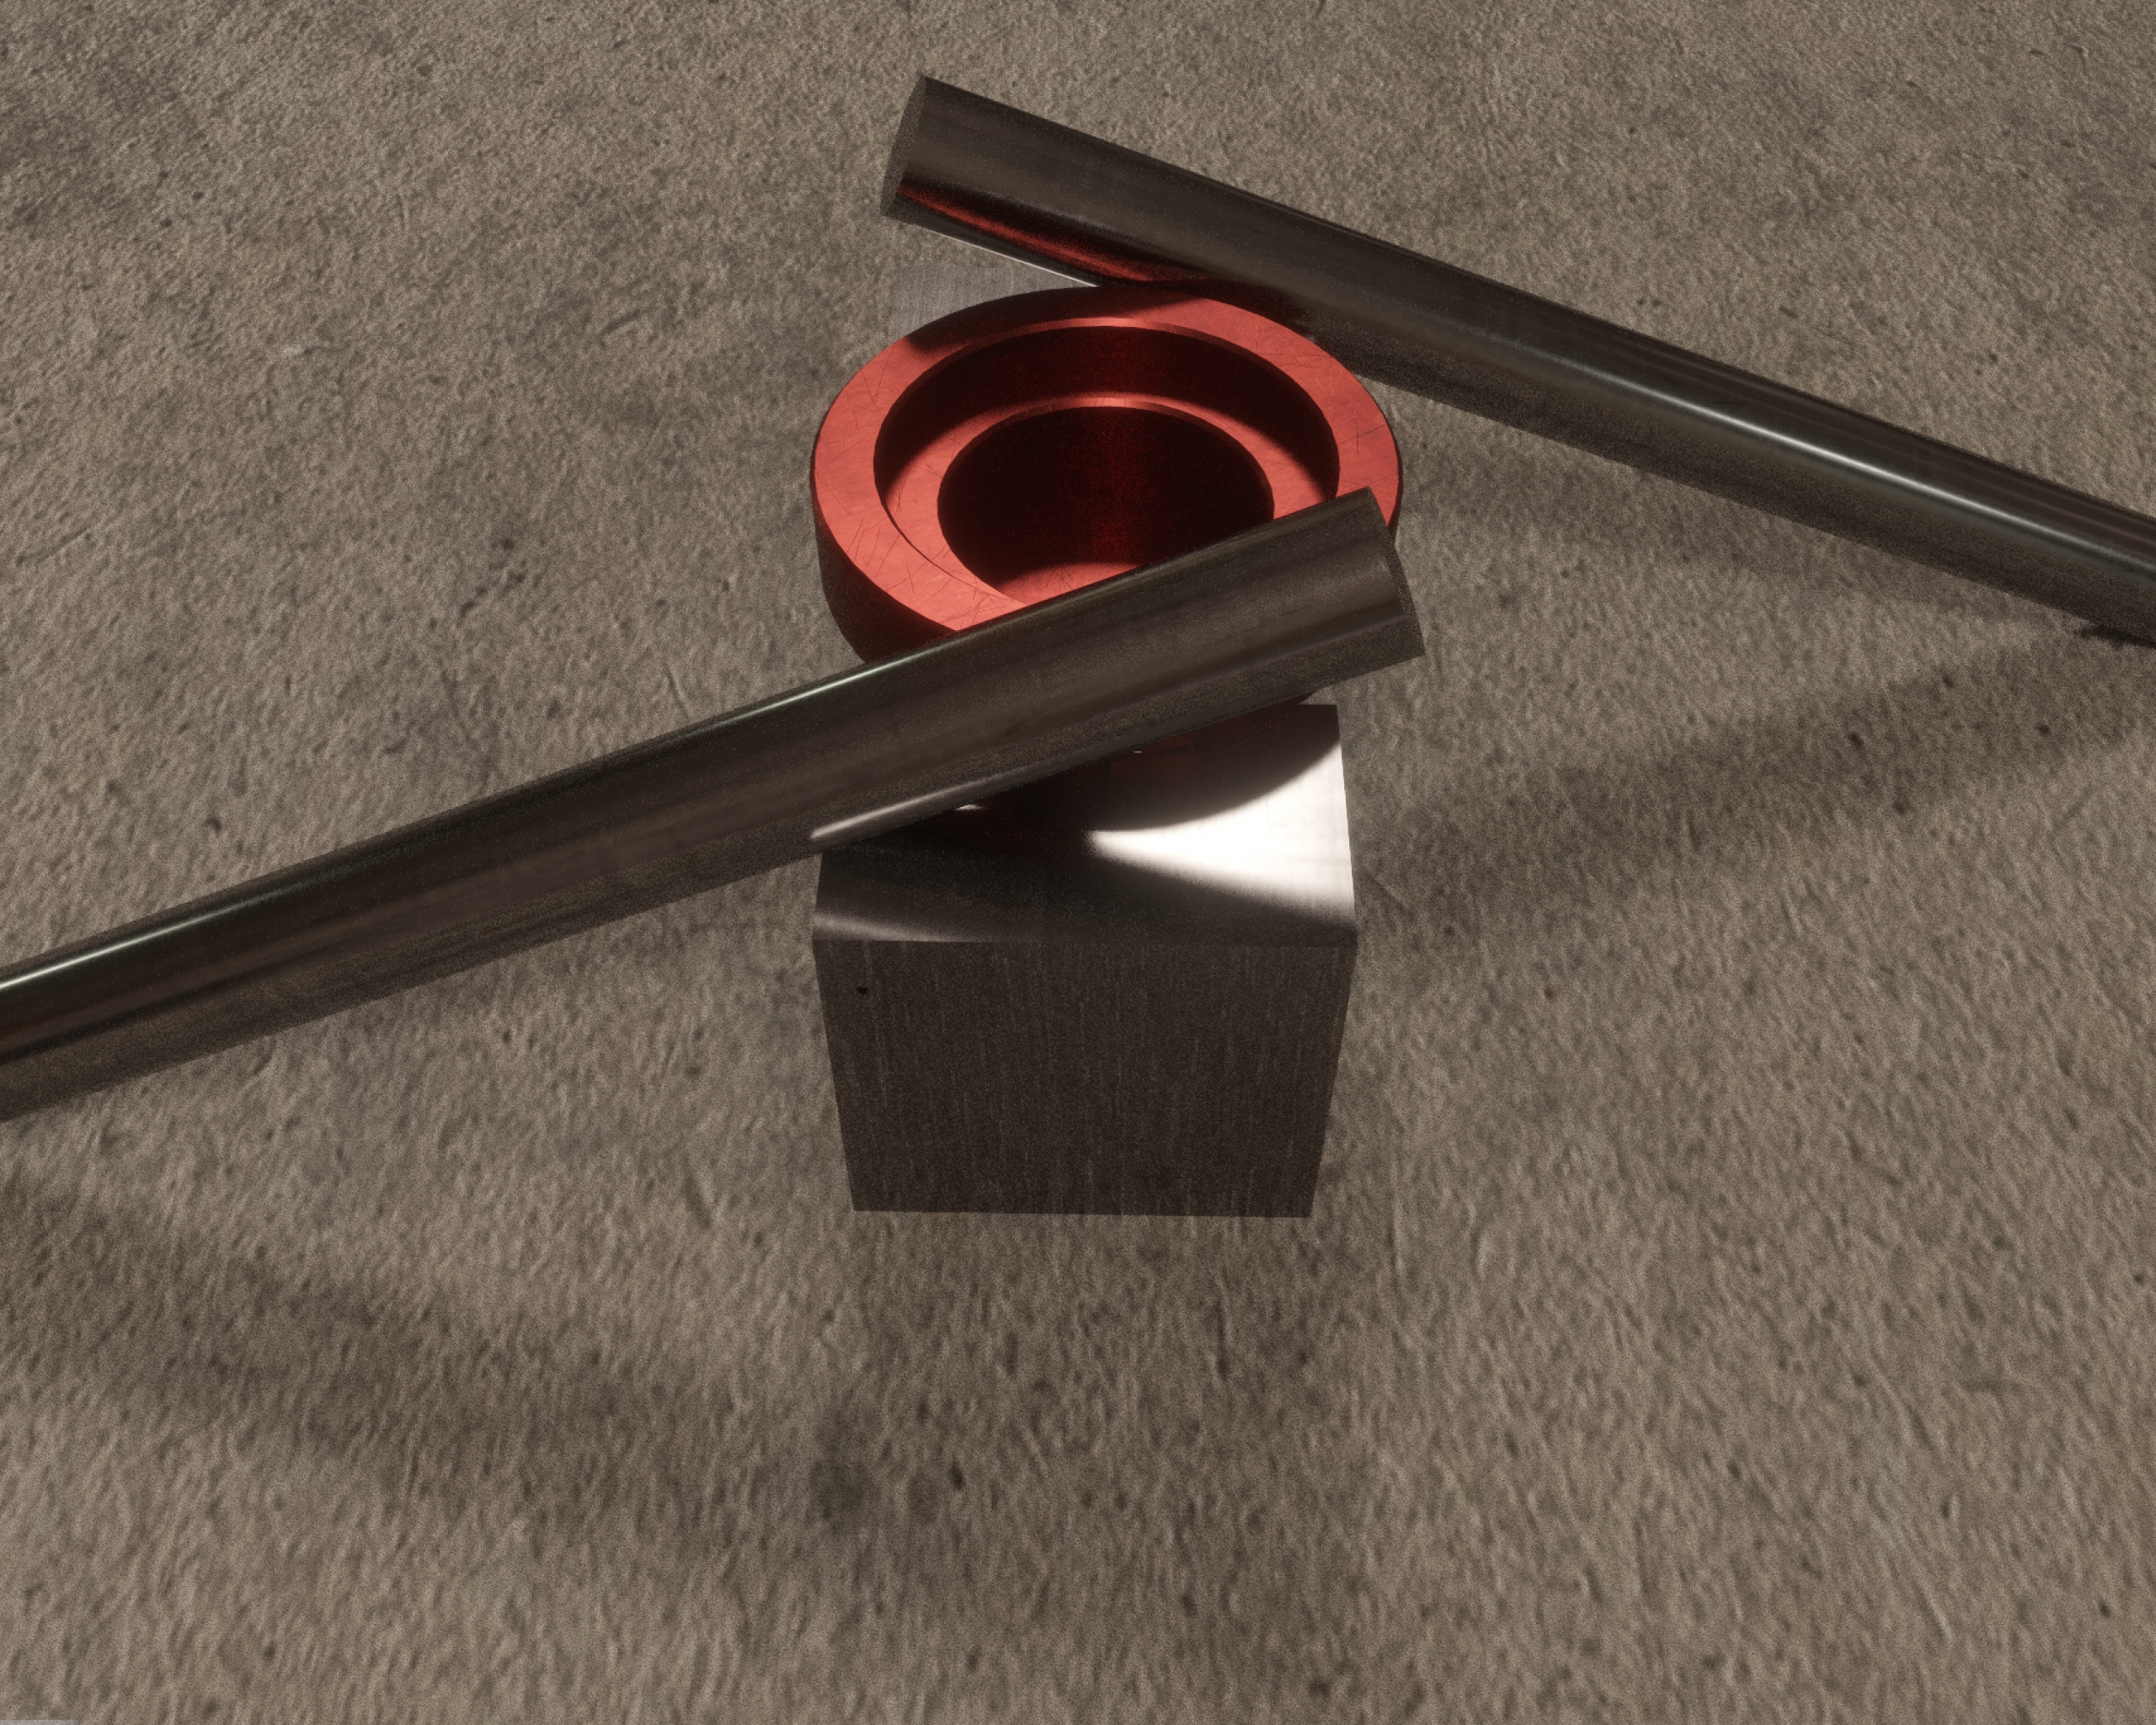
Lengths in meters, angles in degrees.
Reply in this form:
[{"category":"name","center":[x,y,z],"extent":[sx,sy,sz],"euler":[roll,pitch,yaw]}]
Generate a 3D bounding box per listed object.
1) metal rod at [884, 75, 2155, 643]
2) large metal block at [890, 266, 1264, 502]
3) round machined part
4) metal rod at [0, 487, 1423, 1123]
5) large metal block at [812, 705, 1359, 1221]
[{"category":"metal rod","center":[0.109,-0.092,0.414],"extent":[0.302,0.025,0.025],"euler":[14,48,-18]},{"category":"large metal block","center":[0.004,-0.074,0.431],"extent":[0.081,0.080,0.050],"euler":[1,50,0]},{"category":"round machined part","center":[0.005,-0.054,0.363],"extent":[0.099,0.042,0.098],"euler":[0,50,0]},{"category":"metal rod","center":[-0.094,0.003,0.329],"extent":[0.301,0.025,0.025],"euler":[-18,49,14]},{"category":"large metal block","center":[0.001,0.018,0.354],"extent":[0.081,0.080,0.050],"euler":[1,50,0]}]
